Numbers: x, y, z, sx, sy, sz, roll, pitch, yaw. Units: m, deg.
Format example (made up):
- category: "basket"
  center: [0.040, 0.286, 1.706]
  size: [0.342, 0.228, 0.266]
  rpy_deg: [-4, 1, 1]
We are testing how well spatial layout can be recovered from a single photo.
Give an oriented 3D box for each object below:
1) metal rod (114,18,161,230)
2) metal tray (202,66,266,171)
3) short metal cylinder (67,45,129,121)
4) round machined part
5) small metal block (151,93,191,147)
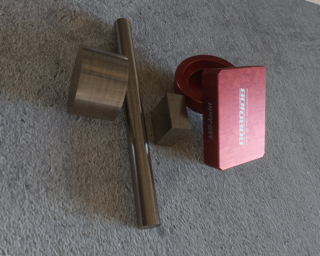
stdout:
- category: "metal rod"
  center: [-0.034, -0.025, 0.400]
  size: [0.025, 0.025, 0.299]
  rpy_deg: [4, 60, -26]
- category: "metal tray"
  center: [0.101, -0.016, 0.419]
  size: [0.091, 0.030, 0.129]
  rpy_deg: [-11, 105, -33]
- category: "short metal cylinder"
  center: [-0.074, -0.051, 0.360]
  size: [0.050, 0.080, 0.080]
  rpy_deg: [10, 58, -23]
- category: "round machined part"
  center: [0.069, -0.058, 0.453]
  size: [0.099, 0.042, 0.098]
  rpy_deg: [3, 55, -4]
- category: "small metal block"
  center: [0.012, -0.010, 0.400]
  size: [0.025, 0.050, 0.050]
  rpy_deg: [7, 59, -25]
